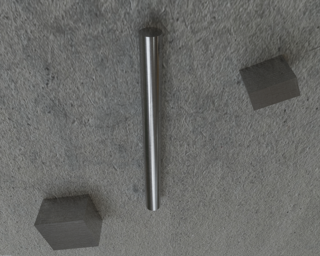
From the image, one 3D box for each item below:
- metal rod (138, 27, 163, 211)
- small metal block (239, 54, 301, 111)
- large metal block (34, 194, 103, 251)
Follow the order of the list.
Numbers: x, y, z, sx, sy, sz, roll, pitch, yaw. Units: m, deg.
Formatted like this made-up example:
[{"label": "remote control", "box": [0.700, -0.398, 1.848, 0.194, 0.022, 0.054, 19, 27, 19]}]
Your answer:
[{"label": "metal rod", "box": [-0.011, 0.014, 0.418, 0.025, 0.025, 0.298, 0, 130, -1]}, {"label": "small metal block", "box": [0.122, -0.052, 0.349, 0.050, 0.050, 0.025, -19, 128, 15]}, {"label": "large metal block", "box": [-0.151, 0.161, 0.526, 0.080, 0.050, 0.080, -8, 130, 6]}]
